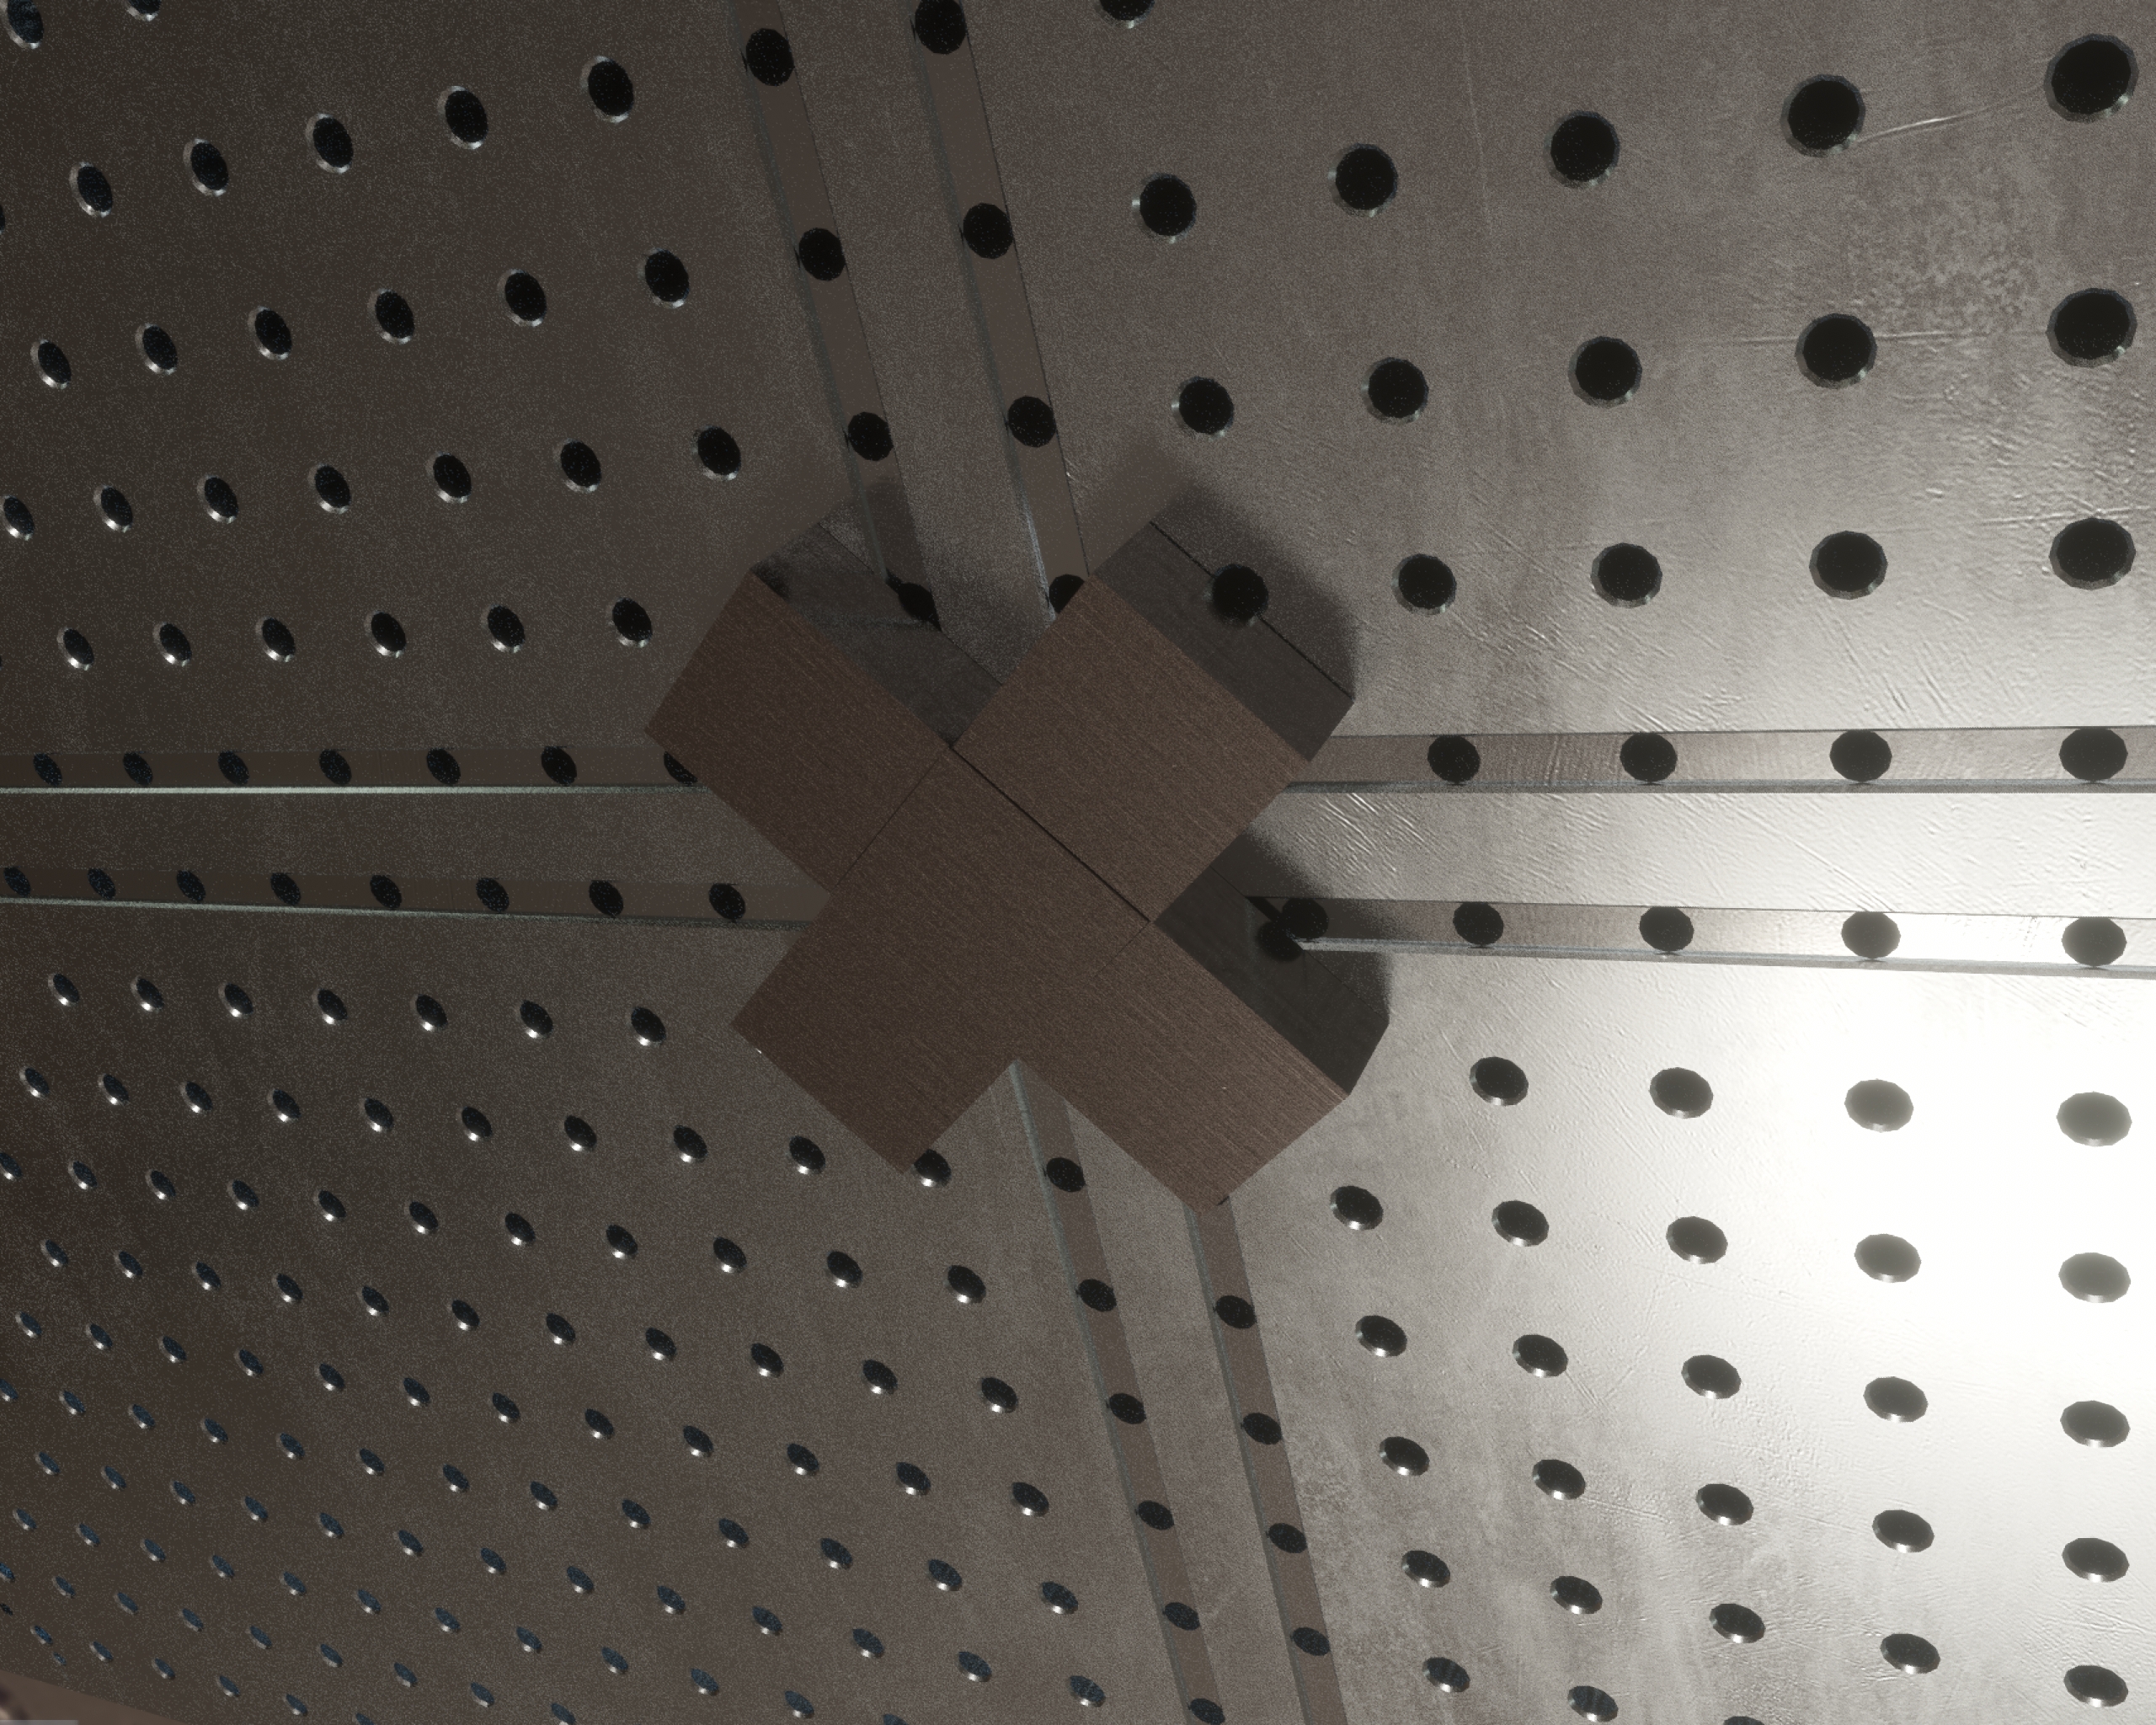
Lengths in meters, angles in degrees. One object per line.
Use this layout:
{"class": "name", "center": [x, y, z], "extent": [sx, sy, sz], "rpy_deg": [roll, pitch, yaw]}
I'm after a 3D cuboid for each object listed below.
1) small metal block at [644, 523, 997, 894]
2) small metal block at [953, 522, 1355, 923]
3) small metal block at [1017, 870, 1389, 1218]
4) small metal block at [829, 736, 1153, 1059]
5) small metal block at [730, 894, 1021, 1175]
{"class": "small metal block", "center": [-0.051, -0.030, 0.418], "extent": [0.050, 0.025, 0.050], "rpy_deg": [42, 129, -1]}
{"class": "small metal block", "center": [0.014, -0.025, 0.387], "extent": [0.050, 0.025, 0.050], "rpy_deg": [41, 129, -1]}
{"class": "small metal block", "center": [0.025, 0.036, 0.419], "extent": [0.050, 0.025, 0.050], "rpy_deg": [42, 129, -1]}
{"class": "small metal block", "center": [-0.013, 0.003, 0.417], "extent": [0.050, 0.025, 0.050], "rpy_deg": [41, 129, -1]}
{"class": "small metal block", "center": [-0.039, 0.032, 0.450], "extent": [0.050, 0.025, 0.050], "rpy_deg": [41, 129, -1]}
